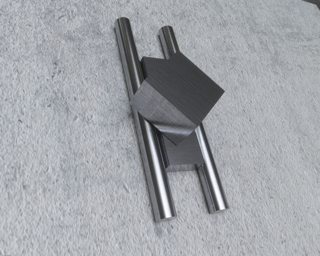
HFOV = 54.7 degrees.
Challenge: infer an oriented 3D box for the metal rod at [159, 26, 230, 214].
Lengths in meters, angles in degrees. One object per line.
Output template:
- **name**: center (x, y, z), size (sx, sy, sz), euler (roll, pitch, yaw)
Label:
- **metal rod**: center (0.042, -0.028, 0.448), size (0.025, 0.025, 0.299), euler (1, 61, -28)

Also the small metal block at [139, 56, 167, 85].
- **small metal block**: center (-0.002, -0.074, 0.449), size (0.050, 0.025, 0.050), euler (1, 61, -28)

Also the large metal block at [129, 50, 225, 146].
- **large metal block**: center (0.023, -0.039, 0.392), size (0.080, 0.050, 0.080), euler (42, 51, 0)

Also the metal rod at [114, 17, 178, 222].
- **metal rod**: center (-0.025, -0.029, 0.411), size (0.025, 0.025, 0.299), euler (1, 61, -28)

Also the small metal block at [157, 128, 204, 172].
- **small metal block**: center (0.023, 0.029, 0.401), size (0.050, 0.025, 0.050), euler (1, 61, -28)
